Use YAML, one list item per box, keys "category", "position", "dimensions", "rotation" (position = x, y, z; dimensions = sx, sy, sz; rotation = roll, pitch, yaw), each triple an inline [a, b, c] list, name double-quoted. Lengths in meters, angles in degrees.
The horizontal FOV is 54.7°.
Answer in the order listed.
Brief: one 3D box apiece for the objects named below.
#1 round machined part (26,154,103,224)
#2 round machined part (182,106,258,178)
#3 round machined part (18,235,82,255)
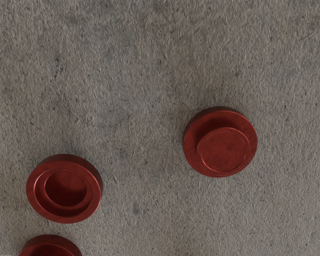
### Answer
- category: "round machined part"
  position: [-0.128, 0.079, 0.429]
  dimensions: [0.099, 0.042, 0.097]
  rotation: [0, 110, 0]
- category: "round machined part"
  position: [0.080, 0.024, 0.410]
  dimensions: [0.099, 0.042, 0.097]
  rotation: [0, 110, 0]
- category: "round machined part"
  position: [-0.174, 0.219, 0.480]
  dimensions: [0.099, 0.042, 0.097]
  rotation: [0, 110, 0]
